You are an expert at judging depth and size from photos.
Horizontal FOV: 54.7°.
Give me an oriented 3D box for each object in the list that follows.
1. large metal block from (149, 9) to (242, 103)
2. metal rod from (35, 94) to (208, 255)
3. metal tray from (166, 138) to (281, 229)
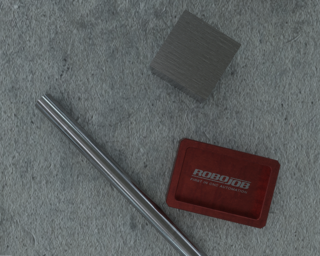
[{"bbox_3d":[0.043,-0.088,0.398,0.080,0.050,0.080,32,90,0],"label":"large metal block"},{"bbox_3d":[-0.050,0.071,0.409,0.025,0.025,0.300,-44,90,0],"label":"metal rod"},{"bbox_3d":[0.080,0.071,0.407,0.131,0.030,0.090,14,90,0],"label":"metal tray"}]
